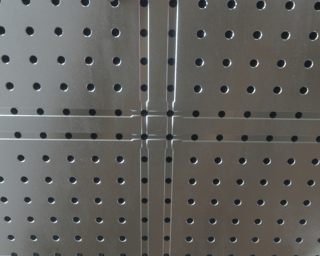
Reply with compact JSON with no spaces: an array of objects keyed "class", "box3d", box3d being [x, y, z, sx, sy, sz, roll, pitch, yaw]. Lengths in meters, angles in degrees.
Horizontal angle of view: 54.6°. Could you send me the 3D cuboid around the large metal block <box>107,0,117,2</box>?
[{"class":"large metal block","box3d":[-0.050,-0.194,0.328,0.080,0.050,0.080,-38,106,13]}]
